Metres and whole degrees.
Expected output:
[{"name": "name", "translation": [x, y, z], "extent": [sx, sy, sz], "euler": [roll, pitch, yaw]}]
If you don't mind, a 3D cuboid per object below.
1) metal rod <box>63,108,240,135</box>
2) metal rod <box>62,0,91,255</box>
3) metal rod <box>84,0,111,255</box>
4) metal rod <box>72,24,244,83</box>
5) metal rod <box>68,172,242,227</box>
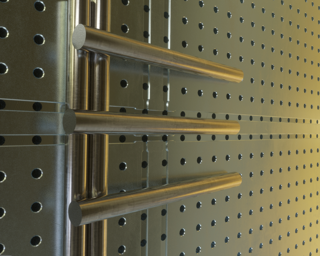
[{"name": "metal rod", "translation": [0.018, -0.004, 0.406], "extent": [0.302, 0.025, 0.025], "euler": [2, 89, -46]}, {"name": "metal rod", "translation": [-0.090, 0.009, 0.334], "extent": [0.025, 0.025, 0.298], "euler": [1, 89, -40]}, {"name": "metal rod", "translation": [-0.071, 0.001, 0.351], "extent": [0.025, 0.025, 0.298], "euler": [1, 89, -40]}, {"name": "metal rod", "translation": [0.025, -0.089, 0.413], "extent": [0.302, 0.025, 0.025], "euler": [1, 90, -46]}, {"name": "metal rod", "translation": [0.022, 0.085, 0.411], "extent": [0.302, 0.025, 0.025], "euler": [1, 90, -46]}]
